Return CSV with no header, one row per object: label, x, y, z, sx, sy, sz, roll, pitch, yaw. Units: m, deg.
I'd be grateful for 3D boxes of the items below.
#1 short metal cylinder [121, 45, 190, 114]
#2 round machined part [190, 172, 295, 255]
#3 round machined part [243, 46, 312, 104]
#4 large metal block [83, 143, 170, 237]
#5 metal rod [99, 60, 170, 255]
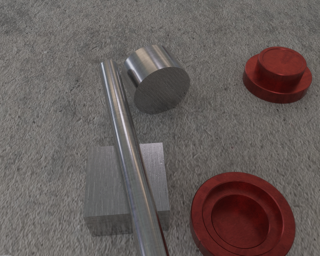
short metal cylinder,-0.006,-0.065,0.422,0.081,0.080,0.050,-19,53,-15
round machined part,0.079,0.097,0.312,0.099,0.042,0.098,0,50,0
round machined part,0.178,-0.086,0.466,0.099,0.042,0.098,0,50,0
large metal block,-0.034,0.065,0.332,0.081,0.050,0.080,-4,50,-3
metal rod,-0.029,0.033,0.310,0.025,0.025,0.300,-11,51,-9
